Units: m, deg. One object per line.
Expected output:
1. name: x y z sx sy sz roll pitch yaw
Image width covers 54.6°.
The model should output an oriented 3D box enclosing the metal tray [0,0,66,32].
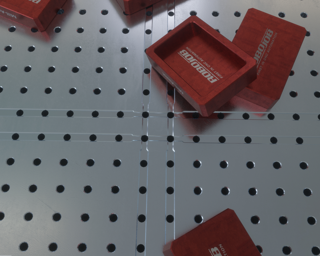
1. metal tray: -0.220 -0.215 0.486 0.130 0.030 0.090 23 72 8

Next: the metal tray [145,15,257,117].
1. metal tray: 0.053 -0.087 0.416 0.090 0.030 0.130 -38 59 -5

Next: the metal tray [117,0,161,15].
1. metal tray: -0.018 -0.248 0.499 0.131 0.030 0.090 -28 73 -10

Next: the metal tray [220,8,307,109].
1. metal tray: 0.145 -0.103 0.448 0.090 0.030 0.130 25 72 9

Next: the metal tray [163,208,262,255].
1. metal tray: 0.073 0.166 0.335 0.091 0.030 0.130 -21 70 -27
